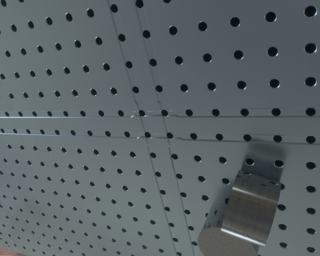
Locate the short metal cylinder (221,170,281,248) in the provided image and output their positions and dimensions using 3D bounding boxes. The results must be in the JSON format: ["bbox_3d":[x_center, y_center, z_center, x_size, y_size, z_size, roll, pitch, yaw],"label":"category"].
[{"bbox_3d":[0.111,0.096,0.377,0.050,0.080,0.079,16,125,19],"label":"short metal cylinder"}]

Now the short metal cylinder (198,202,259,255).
[{"bbox_3d":[0.100,0.152,0.436,0.080,0.050,0.079,13,124,20],"label":"short metal cylinder"}]
